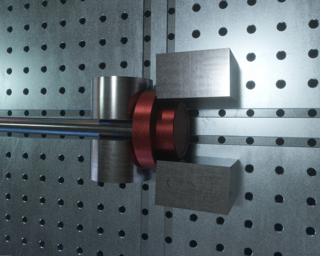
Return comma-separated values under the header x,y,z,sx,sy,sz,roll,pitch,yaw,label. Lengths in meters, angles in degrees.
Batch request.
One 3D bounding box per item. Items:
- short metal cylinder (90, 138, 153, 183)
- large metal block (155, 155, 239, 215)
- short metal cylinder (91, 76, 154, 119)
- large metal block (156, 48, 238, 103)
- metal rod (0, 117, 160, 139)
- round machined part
x,y,z,sx,sy,sz,roll,pitch,yaw,label
-0.049,0.039,0.400,0.080,0.080,0.050,2,91,20,short metal cylinder
0.047,0.062,0.367,0.080,0.080,0.050,3,91,20,large metal block
-0.048,-0.036,0.400,0.080,0.080,0.050,1,91,20,short metal cylinder
0.047,-0.058,0.367,0.080,0.080,0.050,0,90,20,large metal block
-0.121,-0.001,0.443,0.301,0.025,0.025,2,91,24,metal rod
0.007,0.002,0.371,0.042,0.098,0.097,1,90,20,round machined part
